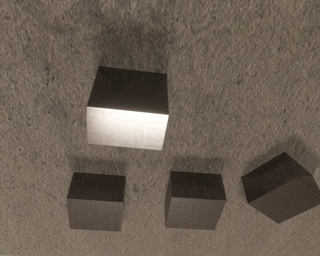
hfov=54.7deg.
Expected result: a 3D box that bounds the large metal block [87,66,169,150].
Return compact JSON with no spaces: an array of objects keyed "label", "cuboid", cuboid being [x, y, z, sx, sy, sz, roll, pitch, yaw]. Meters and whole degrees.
[{"label":"large metal block","cuboid":[-0.035,-0.024,0.350,0.081,0.080,0.050,6,130,-6]}]

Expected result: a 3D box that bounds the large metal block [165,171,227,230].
[{"label":"large metal block","cuboid":[0.052,0.116,0.491,0.081,0.050,0.079,5,130,-5]}]

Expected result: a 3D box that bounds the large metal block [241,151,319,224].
[{"label":"large metal block","cuboid":[0.186,0.093,0.473,0.080,0.050,0.080,36,121,-27]}]

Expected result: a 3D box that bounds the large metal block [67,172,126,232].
[{"label":"large metal block","cuboid":[-0.099,0.118,0.490,0.081,0.050,0.079,5,130,-5]}]
